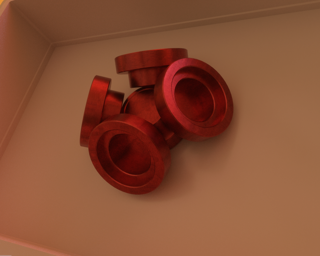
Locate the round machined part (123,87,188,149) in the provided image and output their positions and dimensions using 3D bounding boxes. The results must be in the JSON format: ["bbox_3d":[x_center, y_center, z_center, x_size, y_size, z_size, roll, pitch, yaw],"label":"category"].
[{"bbox_3d":[-0.012,-0.017,0.408,0.098,0.042,0.098,-13,56,20],"label":"round machined part"}]

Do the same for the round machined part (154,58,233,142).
[{"bbox_3d":[0.036,-0.030,0.369,0.042,0.099,0.098,-33,40,55],"label":"round machined part"}]

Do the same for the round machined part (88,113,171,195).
[{"bbox_3d":[-0.032,0.027,0.367,0.098,0.097,0.042,-1,25,27],"label":"round machined part"}]

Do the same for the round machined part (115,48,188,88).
[{"bbox_3d":[-0.010,-0.079,0.420,0.098,0.098,0.042,-3,98,26],"label":"round machined part"}]

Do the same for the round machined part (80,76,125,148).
[{"bbox_3d":[-0.075,-0.019,0.418,0.042,0.098,0.098,12,62,-8],"label":"round machined part"}]
